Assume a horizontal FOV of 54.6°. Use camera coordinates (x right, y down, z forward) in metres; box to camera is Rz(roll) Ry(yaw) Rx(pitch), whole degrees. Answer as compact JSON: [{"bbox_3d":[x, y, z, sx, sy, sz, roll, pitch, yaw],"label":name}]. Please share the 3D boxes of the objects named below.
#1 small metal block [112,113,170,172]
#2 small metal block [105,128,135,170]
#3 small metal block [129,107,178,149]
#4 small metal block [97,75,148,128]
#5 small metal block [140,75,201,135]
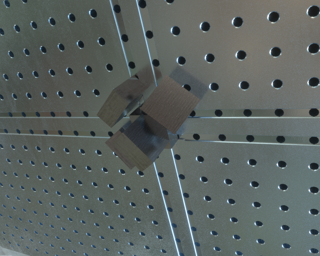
[{"bbox_3d":[-0.022,0.017,0.386,0.050,0.050,0.025,45,128,-4],"label":"small metal block"},{"bbox_3d":[-0.047,0.027,0.433,0.025,0.050,0.050,-43,95,2],"label":"small metal block"},{"bbox_3d":[-0.008,0.000,0.415,0.050,0.025,0.050,0,118,27],"label":"small metal block"},{"bbox_3d":[-0.048,-0.034,0.400,0.025,0.050,0.050,42,129,0],"label":"small metal block"},{"bbox_3d":[0.012,-0.027,0.371,0.050,0.025,0.050,37,89,4],"label":"small metal block"}]
